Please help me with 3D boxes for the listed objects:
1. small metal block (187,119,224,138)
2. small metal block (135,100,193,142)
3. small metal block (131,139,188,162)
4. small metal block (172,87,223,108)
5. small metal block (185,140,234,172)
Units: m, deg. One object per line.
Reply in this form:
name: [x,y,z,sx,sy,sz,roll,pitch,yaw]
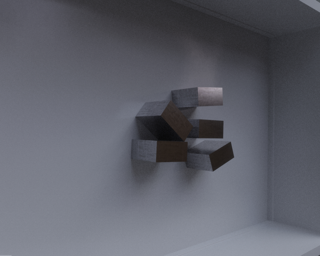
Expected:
small metal block: [0.054,0.001,0.438,0.050,0.050,0.025,2,89,-40]
small metal block: [0.006,-0.008,0.397,0.050,0.050,0.025,47,62,-30]
small metal block: [-0.001,0.028,0.391,0.050,0.050,0.025,4,88,-40]
small metal block: [0.053,-0.042,0.437,0.050,0.050,0.025,-5,94,-40]
small metal block: [0.071,0.039,0.452,0.050,0.050,0.025,-24,106,-38]
